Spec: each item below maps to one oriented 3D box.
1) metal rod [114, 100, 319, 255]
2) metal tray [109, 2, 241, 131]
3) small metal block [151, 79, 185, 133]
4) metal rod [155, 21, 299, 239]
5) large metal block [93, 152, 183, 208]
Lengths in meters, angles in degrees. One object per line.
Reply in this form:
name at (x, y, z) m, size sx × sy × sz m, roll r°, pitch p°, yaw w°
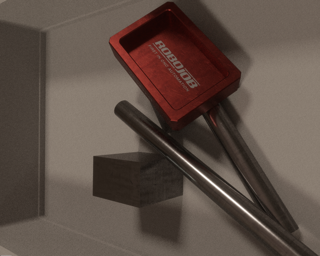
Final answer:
metal rod at (0.045, 0.051, 0.337) m, size 0.300 × 0.025 × 0.025 m, roll 39°, pitch 114°, yaw 34°
metal tray at (0.015, -0.073, 0.349) m, size 0.090 × 0.030 × 0.130 m, roll -35°, pitch 70°, yaw -7°
small metal block at (0.015, -0.027, 0.380) m, size 0.050 × 0.025 × 0.050 m, roll 66°, pitch 153°, yaw 18°
metal rod at (0.060, -0.021, 0.356) m, size 0.025 × 0.025 × 0.299 m, roll -41°, pitch 65°, yaw 32°
large metal block at (-0.027, 0.061, 0.391) m, size 0.080 × 0.081 × 0.050 m, roll 2°, pitch 92°, yaw 39°
